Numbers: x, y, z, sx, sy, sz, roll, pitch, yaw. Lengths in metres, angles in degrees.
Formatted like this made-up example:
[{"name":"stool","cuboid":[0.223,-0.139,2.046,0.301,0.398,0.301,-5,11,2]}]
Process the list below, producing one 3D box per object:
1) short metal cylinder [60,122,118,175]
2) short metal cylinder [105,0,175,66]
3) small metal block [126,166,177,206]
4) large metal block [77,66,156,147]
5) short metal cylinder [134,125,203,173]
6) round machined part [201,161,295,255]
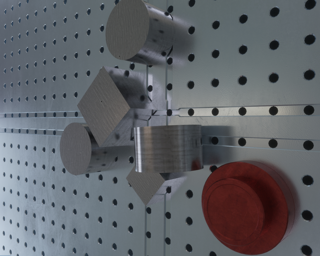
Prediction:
[{"name":"short metal cylinder","cuboid":[-0.112,0.031,0.486,0.080,0.050,0.080,0,90,40]},{"name":"short metal cylinder","cuboid":[-0.027,-0.127,0.416,0.080,0.050,0.080,0,90,40]},{"name":"small metal block","cuboid":[-0.012,0.068,0.420,0.050,0.025,0.050,49,119,29]},{"name":"large metal block","cuboid":[-0.065,-0.030,0.447,0.080,0.050,0.080,-48,62,29]},{"name":"short metal cylinder","cuboid":[0.010,0.023,0.365,0.080,0.081,0.050,-4,88,40]},{"name":"round machined part","cuboid":[0.085,0.085,0.328,0.098,0.042,0.097,0,90,40]}]
